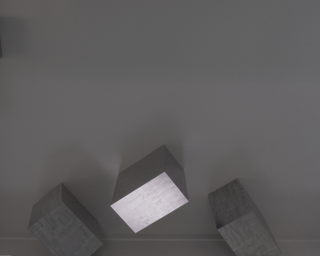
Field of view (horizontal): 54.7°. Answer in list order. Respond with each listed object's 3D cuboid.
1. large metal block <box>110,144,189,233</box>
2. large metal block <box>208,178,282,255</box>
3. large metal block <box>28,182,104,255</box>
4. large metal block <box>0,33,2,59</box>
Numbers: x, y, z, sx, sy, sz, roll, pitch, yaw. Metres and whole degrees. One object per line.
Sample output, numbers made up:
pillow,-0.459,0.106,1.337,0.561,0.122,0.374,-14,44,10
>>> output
large metal block,-0.013,0.077,0.410,0.080,0.080,0.050,-34,107,11
large metal block,0.115,0.131,0.431,0.050,0.080,0.080,-33,107,11
large metal block,-0.127,0.131,0.422,0.050,0.080,0.080,-40,107,-9
large metal block,-0.237,-0.100,0.343,0.081,0.080,0.050,4,110,-2
